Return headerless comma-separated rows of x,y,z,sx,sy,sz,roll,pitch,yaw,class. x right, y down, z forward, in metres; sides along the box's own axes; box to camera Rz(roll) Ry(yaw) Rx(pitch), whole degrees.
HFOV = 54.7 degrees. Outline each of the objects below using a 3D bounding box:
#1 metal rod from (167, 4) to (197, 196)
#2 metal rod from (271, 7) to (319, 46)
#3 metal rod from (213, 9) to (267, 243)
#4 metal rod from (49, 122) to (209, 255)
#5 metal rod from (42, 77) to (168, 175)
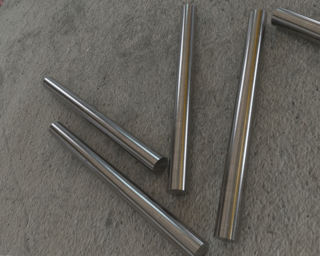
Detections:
0.033,-0.057,0.421,0.025,0.025,0.299,-8,58,24,metal rod
0.240,-0.066,0.318,0.025,0.025,0.300,-44,51,-2,metal rod
0.100,-0.022,0.365,0.025,0.025,0.300,1,62,28,metal rod
-0.062,0.062,0.397,0.300,0.025,0.025,31,79,37,metal rod
-0.099,-0.017,0.466,0.300,0.025,0.025,32,80,38,metal rod
